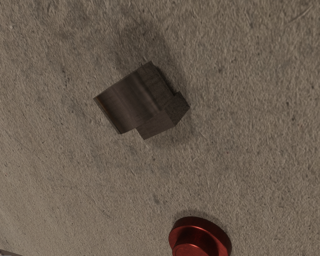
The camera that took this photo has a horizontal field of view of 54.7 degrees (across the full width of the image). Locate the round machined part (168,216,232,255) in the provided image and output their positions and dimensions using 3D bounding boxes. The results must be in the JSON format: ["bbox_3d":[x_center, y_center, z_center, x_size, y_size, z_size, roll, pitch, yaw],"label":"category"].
[{"bbox_3d":[0.058,0.189,0.481,0.098,0.042,0.097,13,124,20],"label":"round machined part"}]

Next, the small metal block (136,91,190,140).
[{"bbox_3d":[0.002,-0.015,0.379,0.050,0.050,0.025,-25,105,36],"label":"small metal block"}]

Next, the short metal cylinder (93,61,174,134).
[{"bbox_3d":[-0.030,-0.036,0.364,0.080,0.080,0.050,-24,105,36],"label":"short metal cylinder"}]
